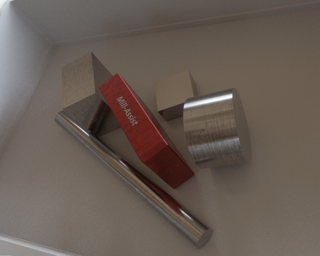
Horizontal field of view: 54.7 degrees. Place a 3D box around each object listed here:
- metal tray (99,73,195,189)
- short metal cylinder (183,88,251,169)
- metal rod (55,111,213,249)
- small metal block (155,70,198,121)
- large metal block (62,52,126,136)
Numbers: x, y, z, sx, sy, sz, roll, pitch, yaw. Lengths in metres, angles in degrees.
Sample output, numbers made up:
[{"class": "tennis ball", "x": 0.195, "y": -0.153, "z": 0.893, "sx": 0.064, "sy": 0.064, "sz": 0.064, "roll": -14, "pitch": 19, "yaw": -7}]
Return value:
[{"class": "metal tray", "x": -0.017, "y": 0.002, "z": 0.367, "sx": 0.030, "sy": 0.090, "sz": 0.130, "roll": -37, "pitch": 51, "yaw": 3}, {"class": "short metal cylinder", "x": 0.063, "y": 0.001, "z": 0.334, "sx": 0.050, "sy": 0.080, "sz": 0.080, "roll": -11, "pitch": 57, "yaw": 23}, {"class": "metal rod", "x": -0.055, "y": 0.048, "z": 0.402, "sx": 0.300, "sy": 0.025, "sz": 0.025, "roll": 32, "pitch": 80, "yaw": 37}, {"class": "small metal block", "x": 0.023, "y": -0.044, "z": 0.416, "sx": 0.050, "sy": 0.025, "sz": 0.050, "roll": -18, "pitch": 55, "yaw": 17}, {"class": "large metal block", "x": -0.094, "y": -0.047, "z": 0.444, "sx": 0.050, "sy": 0.080, "sz": 0.080, "roll": -24, "pitch": 53, "yaw": 14}]
